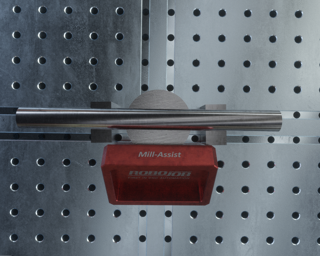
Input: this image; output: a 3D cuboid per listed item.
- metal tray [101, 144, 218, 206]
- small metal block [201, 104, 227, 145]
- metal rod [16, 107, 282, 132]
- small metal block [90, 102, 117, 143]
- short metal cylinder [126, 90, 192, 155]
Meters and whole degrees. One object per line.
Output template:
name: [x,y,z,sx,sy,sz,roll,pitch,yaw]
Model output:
metal tray: [-0.001,0.060,0.383,0.131,0.089,0.030,0,47,0]
small metal block: [0.068,-0.004,0.401,0.025,0.050,0.050,-1,90,0]
metal rod: [-0.012,-0.010,0.363,0.302,0.025,0.025,1,90,0]
small metal block: [-0.071,-0.007,0.400,0.025,0.050,0.050,-1,90,0]
short metal cylinder: [-0.002,-0.007,0.400,0.081,0.050,0.080,0,90,0]
